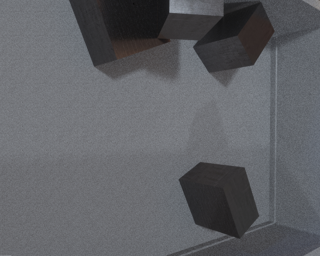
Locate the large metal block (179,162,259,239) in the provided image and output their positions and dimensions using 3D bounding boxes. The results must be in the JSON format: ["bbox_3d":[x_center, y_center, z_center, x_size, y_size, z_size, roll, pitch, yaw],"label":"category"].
[{"bbox_3d":[0.083,0.099,0.441,0.050,0.080,0.080,-32,110,-35],"label":"large metal block"}]

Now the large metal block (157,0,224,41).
[{"bbox_3d":[0.028,-0.142,0.319,0.050,0.080,0.080,1,90,-8],"label":"large metal block"}]

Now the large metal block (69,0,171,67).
[{"bbox_3d":[-0.044,-0.123,0.353,0.081,0.050,0.080,-30,109,-36],"label":"large metal block"}]

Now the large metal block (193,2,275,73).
[{"bbox_3d":[0.110,-0.132,0.463,0.050,0.080,0.080,51,60,-28],"label":"large metal block"}]
